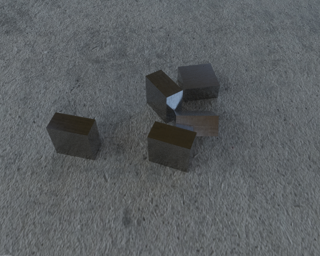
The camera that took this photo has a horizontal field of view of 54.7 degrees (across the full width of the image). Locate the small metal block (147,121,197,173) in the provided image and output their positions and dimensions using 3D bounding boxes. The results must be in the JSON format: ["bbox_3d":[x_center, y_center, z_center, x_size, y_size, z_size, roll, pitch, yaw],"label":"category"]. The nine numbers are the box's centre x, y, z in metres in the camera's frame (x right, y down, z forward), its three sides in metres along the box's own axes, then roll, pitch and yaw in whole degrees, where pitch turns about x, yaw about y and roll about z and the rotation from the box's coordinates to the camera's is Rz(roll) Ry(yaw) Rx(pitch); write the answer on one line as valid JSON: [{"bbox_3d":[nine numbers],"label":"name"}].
[{"bbox_3d":[0.014,0.023,0.367,0.050,0.050,0.025,15,53,13],"label":"small metal block"}]

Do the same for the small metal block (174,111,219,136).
[{"bbox_3d":[0.044,-0.007,0.392,0.050,0.025,0.050,0,10,-1],"label":"small metal block"}]

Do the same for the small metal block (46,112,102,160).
[{"bbox_3d":[-0.103,0.011,0.377,0.050,0.050,0.025,10,51,8],"label":"small metal block"}]

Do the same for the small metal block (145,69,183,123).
[{"bbox_3d":[0.005,-0.043,0.423,0.025,0.050,0.050,-27,55,-21],"label":"small metal block"}]

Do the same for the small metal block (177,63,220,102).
[{"bbox_3d":[0.056,-0.068,0.461,0.050,0.025,0.050,-7,50,-6],"label":"small metal block"}]
